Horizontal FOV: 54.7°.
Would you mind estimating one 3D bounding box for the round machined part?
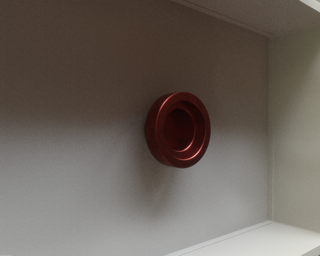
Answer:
[{"bbox_3d":[0.019,0.002,0.409,0.099,0.042,0.097,0,90,-40],"label":"round machined part"}]
